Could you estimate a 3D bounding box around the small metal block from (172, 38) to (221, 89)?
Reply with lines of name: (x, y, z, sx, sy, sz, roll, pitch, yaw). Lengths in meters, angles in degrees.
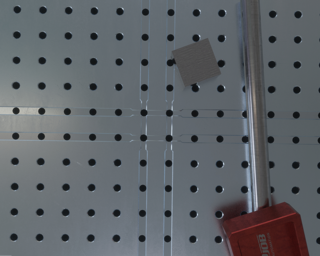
small metal block: (0.047, -0.085, 0.414, 0.050, 0.025, 0.050, -20, 90, 0)

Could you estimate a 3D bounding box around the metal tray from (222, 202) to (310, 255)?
metal tray: (0.141, 0.169, 0.397, 0.090, 0.030, 0.129, -18, 103, 0)

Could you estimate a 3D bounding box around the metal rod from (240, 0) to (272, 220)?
metal rod: (0.129, -0.027, 0.414, 0.025, 0.025, 0.298, -3, 90, 0)
